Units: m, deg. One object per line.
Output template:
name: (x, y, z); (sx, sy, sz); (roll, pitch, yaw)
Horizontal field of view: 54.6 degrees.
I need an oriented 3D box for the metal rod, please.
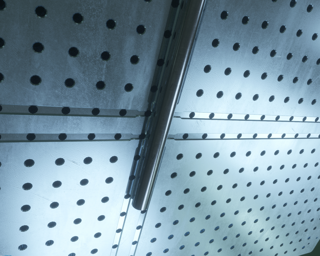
metal rod: (0.005, -0.015, 0.404); (0.025, 0.025, 0.298); (0, 118, -29)
